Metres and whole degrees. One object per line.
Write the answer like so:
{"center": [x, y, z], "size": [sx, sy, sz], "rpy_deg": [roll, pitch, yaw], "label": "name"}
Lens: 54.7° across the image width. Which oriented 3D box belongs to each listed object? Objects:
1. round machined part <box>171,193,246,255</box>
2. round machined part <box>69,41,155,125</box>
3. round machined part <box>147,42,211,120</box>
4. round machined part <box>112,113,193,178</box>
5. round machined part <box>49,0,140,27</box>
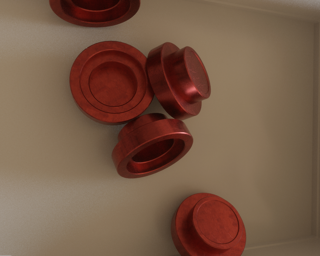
{"center": [0.067, 0.128, 0.401], "size": [0.099, 0.042, 0.098], "rpy_deg": [10, 50, -12], "label": "round machined part"}
{"center": [-0.057, -0.051, 0.375], "size": [0.099, 0.042, 0.097], "rpy_deg": [2, 81, -13], "label": "round machined part"}
{"center": [0.029, -0.062, 0.384], "size": [0.098, 0.042, 0.098], "rpy_deg": [39, 40, -44], "label": "round machined part"}
{"center": [-0.012, 0.018, 0.378], "size": [0.099, 0.097, 0.042], "rpy_deg": [-16, 61, -20], "label": "round machined part"}
{"center": [-0.073, -0.156, 0.347], "size": [0.099, 0.098, 0.042], "rpy_deg": [-3, 80, -20], "label": "round machined part"}
